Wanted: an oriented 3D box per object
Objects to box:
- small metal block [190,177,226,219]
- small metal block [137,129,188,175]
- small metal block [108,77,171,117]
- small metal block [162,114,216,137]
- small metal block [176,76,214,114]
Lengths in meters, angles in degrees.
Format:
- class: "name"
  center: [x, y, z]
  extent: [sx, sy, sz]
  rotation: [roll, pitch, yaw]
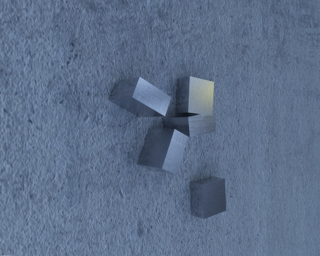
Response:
- class: "small metal block"
  center: [0.073, 0.103, 0.466]
  extent: [0.050, 0.025, 0.050]
  rotation: [-5, 94, -40]
- class: "small metal block"
  center: [0.003, 0.029, 0.390]
  extent: [0.025, 0.050, 0.050]
  rotation: [29, 72, -36]
- class: "small metal block"
  center: [-0.024, -0.035, 0.368]
  extent: [0.050, 0.050, 0.025]
  rotation: [29, 72, -36]
- class: "small metal block"
  center: [0.039, -0.004, 0.421]
  extent: [0.050, 0.050, 0.025]
  rotation: [-9, 96, -40]
- class: "small metal block"
  center: [0.051, -0.044, 0.447]
  extent: [0.050, 0.025, 0.050]
  rotation: [5, 87, -40]
